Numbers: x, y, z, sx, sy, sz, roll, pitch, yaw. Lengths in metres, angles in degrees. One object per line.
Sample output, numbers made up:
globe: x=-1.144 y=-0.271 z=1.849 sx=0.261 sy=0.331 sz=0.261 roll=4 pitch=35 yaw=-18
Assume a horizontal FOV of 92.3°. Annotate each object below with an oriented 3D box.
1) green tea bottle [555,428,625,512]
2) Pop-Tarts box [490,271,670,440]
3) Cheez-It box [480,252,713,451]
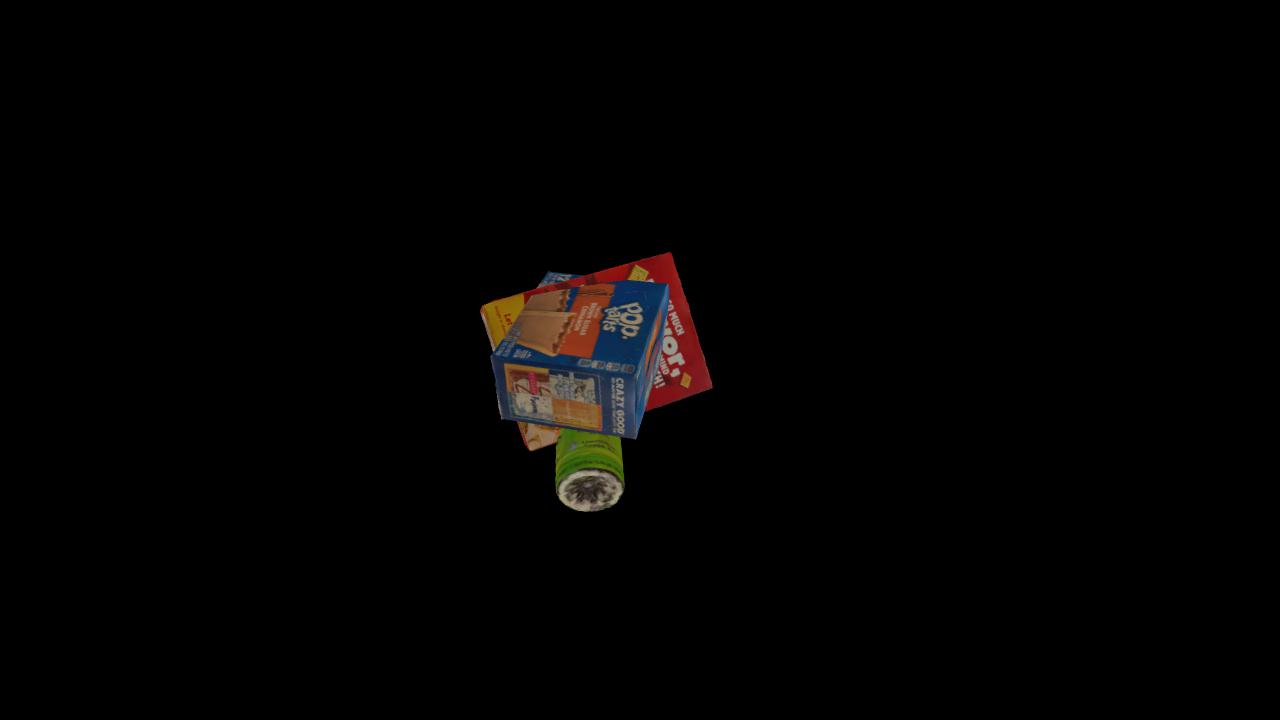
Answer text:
green tea bottle: x=-0.059 y=0.068 z=0.689 sx=0.073 sy=0.073 sz=0.212 roll=0 pitch=36 yaw=-8
Pop-Tarts box: x=-0.053 y=-0.012 z=0.639 sx=0.141 sy=0.083 sz=0.167 roll=8 pitch=38 yaw=10
Cheez-It box: x=-0.048 y=-0.012 z=0.696 sx=0.223 sy=0.166 sz=0.071 roll=-19 pitch=4 yaw=-14
